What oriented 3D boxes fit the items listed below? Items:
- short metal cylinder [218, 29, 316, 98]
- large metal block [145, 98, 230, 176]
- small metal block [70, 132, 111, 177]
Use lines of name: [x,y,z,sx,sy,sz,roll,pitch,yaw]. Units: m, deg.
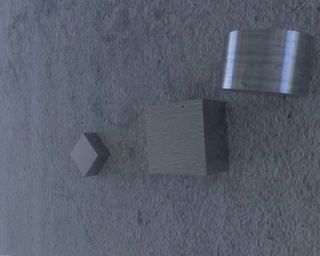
short metal cylinder: [0.098,-0.057,0.289,0.080,0.081,0.050,10,97,39]
large metal block: [0.031,0.011,0.363,0.080,0.050,0.080,-5,87,40]
small metal block: [-0.112,0.042,0.498,0.050,0.025,0.050,50,119,28]
